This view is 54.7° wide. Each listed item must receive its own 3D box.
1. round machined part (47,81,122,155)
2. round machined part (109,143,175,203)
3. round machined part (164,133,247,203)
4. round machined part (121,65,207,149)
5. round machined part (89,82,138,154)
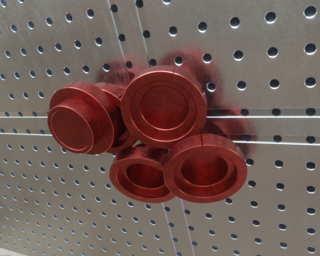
[{"bbox_3d":[-0.102,-0.006,0.393,0.098,0.042,0.097,13,124,20],"label":"round machined part"},{"bbox_3d":[-0.018,0.059,0.433,0.099,0.042,0.097,7,133,8],"label":"round machined part"},{"bbox_3d":[0.054,0.045,0.383,0.099,0.042,0.097,1,127,1],"label":"round machined part"},{"bbox_3d":[0.006,-0.027,0.367,0.099,0.042,0.097,4,119,7],"label":"round machined part"},{"bbox_3d":[-0.065,-0.017,0.422,0.098,0.042,0.097,13,124,20],"label":"round machined part"}]
